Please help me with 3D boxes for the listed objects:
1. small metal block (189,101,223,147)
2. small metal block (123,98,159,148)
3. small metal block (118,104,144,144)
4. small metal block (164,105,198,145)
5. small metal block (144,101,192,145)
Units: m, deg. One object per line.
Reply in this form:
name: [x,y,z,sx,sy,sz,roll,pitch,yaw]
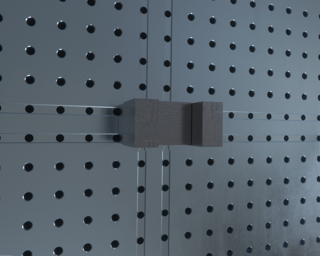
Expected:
small metal block: [0.050,-0.004,0.364,0.025,0.050,0.050,1,90,-20]
small metal block: [-0.022,-0.005,0.338,0.025,0.050,0.050,1,90,-20]
small metal block: [-0.034,-0.005,0.387,0.025,0.050,0.050,1,90,-20]
small metal block: [0.027,-0.004,0.410,0.025,0.050,0.050,-1,91,-20]
small metal block: [0.009,-0.005,0.364,0.050,0.025,0.050,1,90,-21]
